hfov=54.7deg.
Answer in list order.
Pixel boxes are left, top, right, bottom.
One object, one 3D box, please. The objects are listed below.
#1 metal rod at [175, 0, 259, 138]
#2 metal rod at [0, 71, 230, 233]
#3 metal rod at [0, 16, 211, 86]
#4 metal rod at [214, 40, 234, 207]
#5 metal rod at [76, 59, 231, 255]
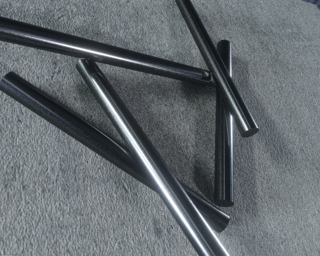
[{"bbox_3d":[0.082,-0.116,0.500,0.025,0.025,0.299,0,56,-29],"label":"metal rod"},{"bbox_3d":[-0.047,0.032,0.360,0.301,0.025,0.025,34,51,-6],"label":"metal rod"},{"bbox_3d":[-0.051,-0.093,0.408,0.302,0.025,0.025,6,59,-35],"label":"metal rod"},{"bbox_3d":[0.098,-0.027,0.475,0.025,0.025,0.300,20,54,-17],"label":"metal rod"},{"bbox_3d":[-0.016,0.028,0.346,0.025,0.025,0.299,-19,62,-35],"label":"metal rod"}]
